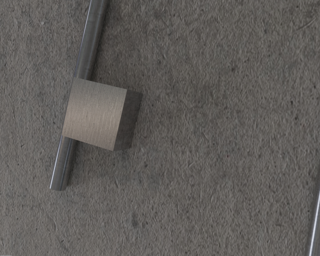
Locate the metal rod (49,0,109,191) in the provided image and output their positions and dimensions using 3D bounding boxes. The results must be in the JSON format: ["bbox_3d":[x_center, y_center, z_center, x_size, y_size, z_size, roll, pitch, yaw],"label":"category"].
[{"bbox_3d":[-0.117,-0.055,0.450,0.025,0.025,0.298,16,95,19],"label":"metal rod"}]

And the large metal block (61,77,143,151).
[{"bbox_3d":[-0.078,-0.019,0.423,0.080,0.050,0.080,15,95,19],"label":"large metal block"}]

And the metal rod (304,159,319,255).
[{"bbox_3d":[0.184,0.080,0.343,0.025,0.025,0.298,9,93,19],"label":"metal rod"}]
